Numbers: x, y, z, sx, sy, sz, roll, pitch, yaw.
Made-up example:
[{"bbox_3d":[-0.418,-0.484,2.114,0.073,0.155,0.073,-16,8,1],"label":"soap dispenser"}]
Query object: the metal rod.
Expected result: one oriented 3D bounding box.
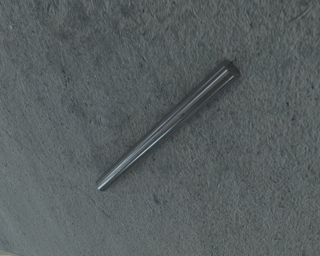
[{"bbox_3d":[-0.009,0.015,0.422,0.025,0.025,0.299,45,129,-3],"label":"metal rod"}]
